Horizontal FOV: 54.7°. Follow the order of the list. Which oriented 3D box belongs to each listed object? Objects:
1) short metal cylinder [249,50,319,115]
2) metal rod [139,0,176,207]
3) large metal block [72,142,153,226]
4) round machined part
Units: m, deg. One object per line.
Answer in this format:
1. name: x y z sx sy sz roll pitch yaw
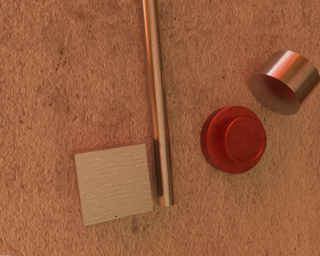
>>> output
1. short metal cylinder: 0.177 -0.064 0.445 0.080 0.080 0.050 47 76 -14
2. metal rod: -0.004 -0.048 0.407 0.025 0.025 0.298 -6 92 -20
3. large metal block: -0.059 0.063 0.374 0.081 0.050 0.079 -8 93 -20
4. round machined part: 0.111 0.017 0.441 0.099 0.042 0.097 0 90 -20
